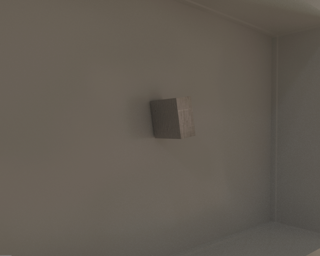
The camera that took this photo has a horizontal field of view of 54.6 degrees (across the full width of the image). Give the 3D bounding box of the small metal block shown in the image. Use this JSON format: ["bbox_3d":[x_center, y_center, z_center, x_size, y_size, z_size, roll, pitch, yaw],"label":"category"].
[{"bbox_3d":[0.016,-0.013,0.398,0.025,0.050,0.050,-11,97,-39],"label":"small metal block"}]
